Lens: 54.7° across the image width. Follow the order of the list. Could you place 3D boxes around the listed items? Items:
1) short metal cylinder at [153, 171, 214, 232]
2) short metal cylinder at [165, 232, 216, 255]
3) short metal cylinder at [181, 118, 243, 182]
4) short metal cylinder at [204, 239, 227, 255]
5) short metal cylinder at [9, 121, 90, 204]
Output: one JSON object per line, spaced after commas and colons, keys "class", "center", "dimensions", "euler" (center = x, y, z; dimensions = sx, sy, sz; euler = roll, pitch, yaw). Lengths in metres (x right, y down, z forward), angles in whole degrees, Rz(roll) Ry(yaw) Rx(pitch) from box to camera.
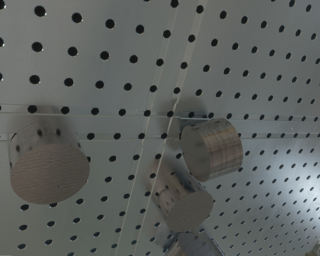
{"class": "short metal cylinder", "center": [0.036, 0.115, 0.486], "dimensions": [0.081, 0.050, 0.079], "euler": [-14, 124, -21]}
{"class": "short metal cylinder", "center": [0.053, 0.233, 0.549], "dimensions": [0.080, 0.080, 0.050], "euler": [21, 107, -36]}
{"class": "short metal cylinder", "center": [0.070, 0.030, 0.432], "dimensions": [0.050, 0.080, 0.079], "euler": [-14, 125, -21]}
{"class": "short metal cylinder", "center": [0.095, 0.270, 0.614], "dimensions": [0.081, 0.050, 0.079], "euler": [-14, 124, -21]}
{"class": "short metal cylinder", "center": [-0.126, 0.039, 0.350], "dimensions": [0.081, 0.050, 0.079], "euler": [-14, 124, -21]}
